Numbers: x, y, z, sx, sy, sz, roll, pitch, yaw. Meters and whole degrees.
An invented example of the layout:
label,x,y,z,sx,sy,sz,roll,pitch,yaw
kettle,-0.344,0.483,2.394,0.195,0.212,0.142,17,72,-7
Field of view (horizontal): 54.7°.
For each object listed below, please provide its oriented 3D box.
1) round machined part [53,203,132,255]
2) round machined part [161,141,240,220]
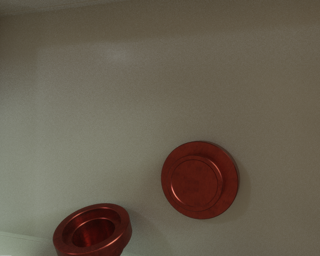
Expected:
label,x,y,z,sx,sy,sz,roll,pitch,yaw
round machined part,-0.085,0.145,0.406,0.098,0.098,0.042,-2,112,20
round machined part,0.047,0.065,0.385,0.098,0.042,0.097,0,90,20
